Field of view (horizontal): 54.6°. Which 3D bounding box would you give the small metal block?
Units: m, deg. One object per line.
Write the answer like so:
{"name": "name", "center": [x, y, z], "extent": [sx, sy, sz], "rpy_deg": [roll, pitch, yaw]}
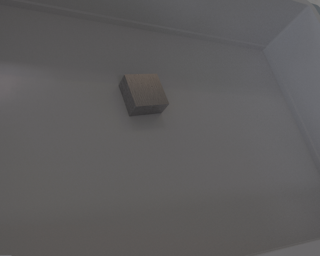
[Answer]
{"name": "small metal block", "center": [-0.022, -0.046, 0.421], "extent": [0.050, 0.025, 0.050], "rpy_deg": [-7, 65, -31]}
